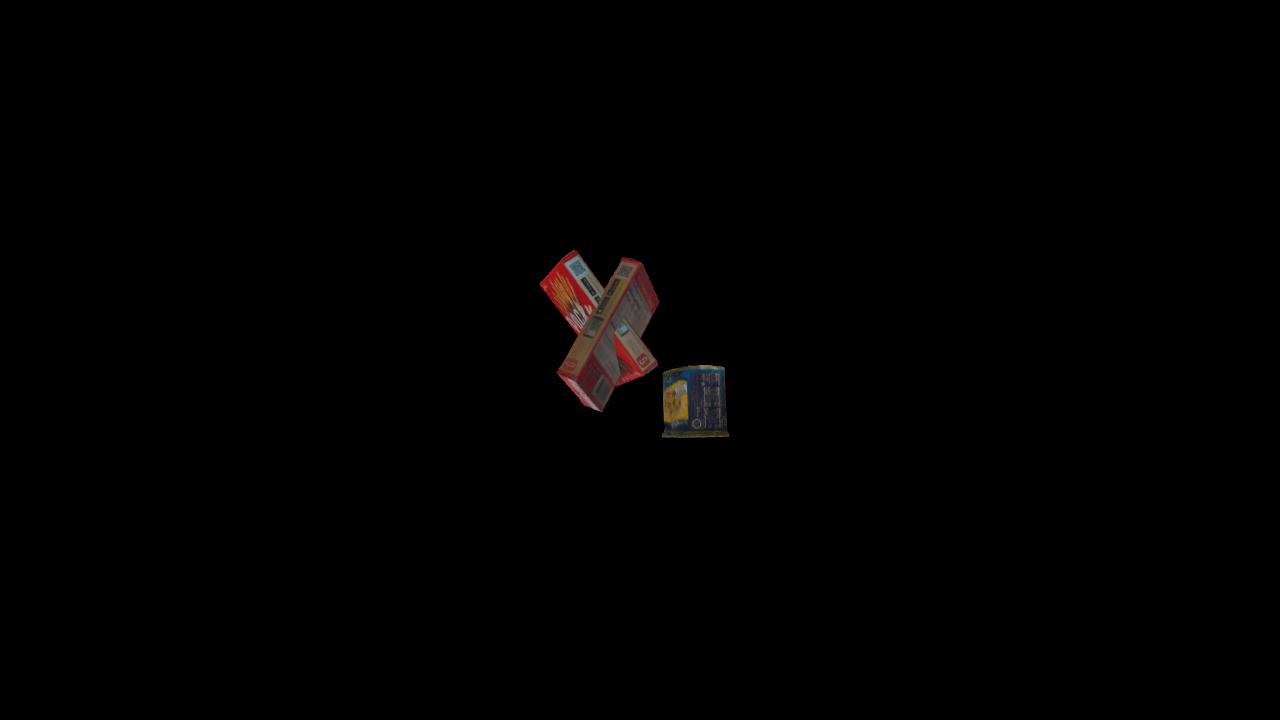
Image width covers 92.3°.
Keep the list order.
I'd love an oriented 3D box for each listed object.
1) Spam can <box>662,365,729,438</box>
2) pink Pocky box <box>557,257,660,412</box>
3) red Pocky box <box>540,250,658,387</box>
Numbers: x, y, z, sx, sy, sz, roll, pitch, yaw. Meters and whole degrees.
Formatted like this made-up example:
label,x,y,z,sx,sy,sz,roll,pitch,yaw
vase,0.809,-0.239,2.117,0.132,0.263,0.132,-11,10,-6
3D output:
label,x,y,z,sx,sy,sz,roll,pitch,yaw
Spam can,0.065,0.053,0.759,0.058,0.085,0.101,1,-7,-21
pink Pocky box,-0.031,-0.028,0.681,0.029,0.155,0.084,19,-20,25
red Pocky box,-0.049,-0.042,0.694,0.028,0.155,0.083,-39,6,-26
